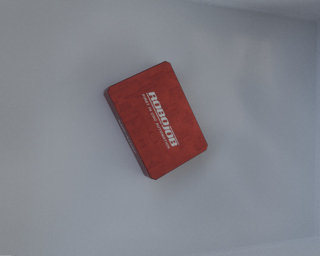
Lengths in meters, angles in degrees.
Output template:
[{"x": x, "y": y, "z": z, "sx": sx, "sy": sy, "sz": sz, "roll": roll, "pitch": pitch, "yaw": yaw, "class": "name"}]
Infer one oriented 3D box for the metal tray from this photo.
[{"x": -0.004, "y": -0.010, "z": 0.406, "sx": 0.091, "sy": 0.030, "sz": 0.130, "roll": -29, "pitch": 100, "yaw": -18, "class": "metal tray"}]
